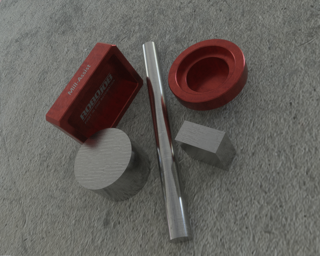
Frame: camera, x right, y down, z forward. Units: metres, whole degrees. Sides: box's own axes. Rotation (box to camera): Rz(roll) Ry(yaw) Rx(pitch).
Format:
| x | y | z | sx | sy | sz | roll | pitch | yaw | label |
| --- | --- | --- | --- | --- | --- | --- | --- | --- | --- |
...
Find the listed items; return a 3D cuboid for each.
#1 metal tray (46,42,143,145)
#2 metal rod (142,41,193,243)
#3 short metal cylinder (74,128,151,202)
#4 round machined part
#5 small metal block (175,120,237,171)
| x | y | z | sx | sy | sz | roll | pitch | yaw | label |
| --- | --- | --- | --- | --- | --- | --- | --- | --- | --- |
| -0.085 | -0.041 | 0.432 | 0.030 | 0.090 | 0.130 | 20 | 72 | 35 | metal tray |
| 0.003 | -0.005 | 0.407 | 0.025 | 0.025 | 0.299 | -20 | 54 | 16 | metal rod |
| -0.059 | 0.047 | 0.390 | 0.080 | 0.050 | 0.080 | -13 | 56 | 20 | short metal cylinder |
| 0.063 | -0.063 | 0.399 | 0.098 | 0.042 | 0.098 | -13 | 56 | 20 | round machined part |
| 0.052 | 0.020 | 0.345 | 0.050 | 0.050 | 0.025 | 18 | 71 | 34 | small metal block |
